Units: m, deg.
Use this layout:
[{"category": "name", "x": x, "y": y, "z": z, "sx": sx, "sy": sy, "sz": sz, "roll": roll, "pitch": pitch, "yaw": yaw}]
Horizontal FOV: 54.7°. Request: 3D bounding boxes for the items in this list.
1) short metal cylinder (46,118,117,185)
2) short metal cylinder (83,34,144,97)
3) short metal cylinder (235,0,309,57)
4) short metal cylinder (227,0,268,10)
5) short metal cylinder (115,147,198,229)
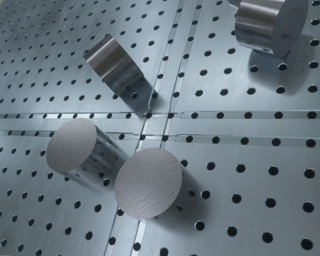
[{"category": "short metal cylinder", "x": -0.107, "y": 0.033, "z": 0.426, "sx": 0.080, "sy": 0.050, "sz": 0.080, "roll": -13, "pitch": 56, "yaw": 20}, {"category": "short metal cylinder", "x": -0.069, "y": -0.093, "z": 0.464, "sx": 0.050, "sy": 0.080, "sz": 0.080, "roll": -40, "pitch": 51, "yaw": 1}, {"category": "short metal cylinder", "x": 0.138, "y": -0.134, "z": 0.382, "sx": 0.050, "sy": 0.080, "sz": 0.080, "roll": 31, "pitch": 79, "yaw": 37}, {"category": "short metal cylinder", "x": 0.136, "y": -0.193, "z": 0.419, "sx": 0.080, "sy": 0.080, "sz": 0.050, "roll": -41, "pitch": 51, "yaw": 0}, {"category": "short metal cylinder", "x": -0.004, "y": 0.069, "z": 0.351, "sx": 0.080, "sy": 0.050, "sz": 0.080, "roll": -13, "pitch": 56, "yaw": 20}]
